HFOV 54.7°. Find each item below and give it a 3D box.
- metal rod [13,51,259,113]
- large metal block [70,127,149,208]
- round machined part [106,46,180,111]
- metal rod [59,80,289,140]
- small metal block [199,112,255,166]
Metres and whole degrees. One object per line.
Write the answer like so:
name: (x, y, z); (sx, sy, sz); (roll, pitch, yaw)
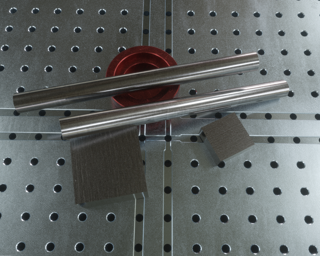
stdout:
metal rod: (-0.025, -0.058, 0.388); (0.302, 0.025, 0.025); (-11, 71, -5)
large metal block: (-0.061, 0.049, 0.380); (0.081, 0.050, 0.080); (-10, 71, -4)
round machined part: (-0.022, -0.060, 0.424); (0.099, 0.042, 0.098); (0, 70, 0)
metal rod: (0.032, -0.027, 0.388); (0.302, 0.025, 0.025); (-11, 70, -18)
small metal block: (0.087, 0.014, 0.408); (0.050, 0.025, 0.050); (-25, 72, -9)
